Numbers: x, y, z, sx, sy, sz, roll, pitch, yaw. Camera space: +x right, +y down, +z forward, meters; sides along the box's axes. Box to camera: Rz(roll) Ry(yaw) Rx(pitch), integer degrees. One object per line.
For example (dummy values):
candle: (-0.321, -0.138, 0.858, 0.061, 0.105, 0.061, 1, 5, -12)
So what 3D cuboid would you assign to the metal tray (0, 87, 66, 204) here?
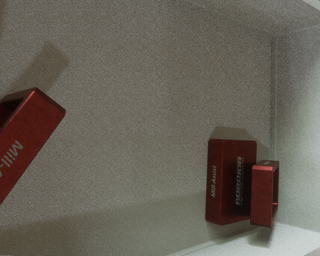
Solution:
metal tray: (-0.140, 0.029, 0.247, 0.030, 0.090, 0.130, 44, 64, -32)

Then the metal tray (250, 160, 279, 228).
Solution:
metal tray: (0.177, 0.103, 0.516, 0.131, 0.030, 0.089, 3, 89, -65)

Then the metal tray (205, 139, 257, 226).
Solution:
metal tray: (0.117, 0.084, 0.501, 0.091, 0.030, 0.129, 4, 87, -40)
